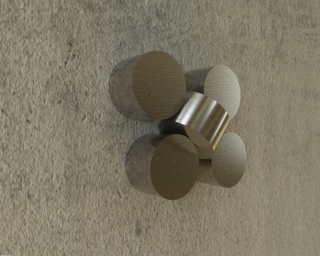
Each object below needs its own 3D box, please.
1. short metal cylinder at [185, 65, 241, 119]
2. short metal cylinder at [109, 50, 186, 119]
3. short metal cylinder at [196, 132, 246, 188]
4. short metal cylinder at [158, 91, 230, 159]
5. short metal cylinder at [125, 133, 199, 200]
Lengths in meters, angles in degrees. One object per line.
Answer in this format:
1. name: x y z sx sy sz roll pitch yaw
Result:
1. short metal cylinder: 0.072 -0.048 0.450 0.081 0.050 0.079 0 90 -40
2. short metal cylinder: -0.015 -0.050 0.378 0.081 0.050 0.079 0 90 -40
3. short metal cylinder: 0.084 0.045 0.462 0.081 0.050 0.079 0 90 -40
4. short metal cylinder: 0.045 -0.003 0.411 0.080 0.080 0.050 47 62 -30
5. short metal cylinder: 0.004 0.047 0.394 0.081 0.050 0.079 0 90 -40
